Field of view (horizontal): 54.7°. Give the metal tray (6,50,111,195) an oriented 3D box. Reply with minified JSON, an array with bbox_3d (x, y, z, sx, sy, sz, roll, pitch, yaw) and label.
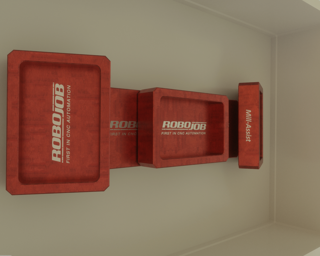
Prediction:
[{"bbox_3d":[-0.095,-0.005,0.298,0.091,0.030,0.129,1,90,-15],"label":"metal tray"}]

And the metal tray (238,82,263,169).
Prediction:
[{"bbox_3d":[0.148,-0.004,0.500,0.090,0.030,0.129,0,90,-68],"label":"metal tray"}]

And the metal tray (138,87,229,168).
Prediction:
[{"bbox_3d":[0.034,0.000,0.390,0.131,0.030,0.089,1,89,-40],"label":"metal tray"}]

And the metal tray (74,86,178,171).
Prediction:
[{"bbox_3d":[-0.036,0.000,0.373,0.131,0.030,0.089,0,90,-40],"label":"metal tray"}]

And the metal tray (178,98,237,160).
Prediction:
[{"bbox_3d":[0.065,0.001,0.456,0.131,0.030,0.089,0,90,-40],"label":"metal tray"}]
